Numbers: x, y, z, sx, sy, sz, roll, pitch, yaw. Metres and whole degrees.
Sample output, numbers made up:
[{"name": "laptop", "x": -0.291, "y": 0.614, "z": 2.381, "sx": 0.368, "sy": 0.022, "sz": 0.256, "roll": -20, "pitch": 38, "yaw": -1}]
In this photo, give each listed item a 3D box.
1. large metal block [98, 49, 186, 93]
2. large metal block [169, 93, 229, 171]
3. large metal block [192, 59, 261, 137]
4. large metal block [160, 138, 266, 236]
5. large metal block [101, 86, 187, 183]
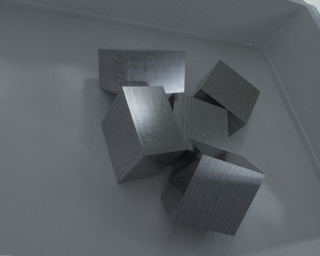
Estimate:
[{"name": "large metal block", "x": -0.025, "y": -0.073, "z": 0.394, "sx": 0.081, "sy": 0.080, "sz": 0.050, "roll": -8, "pitch": 108, "yaw": -31}, {"name": "large metal block", "x": 0.042, "y": 0.008, "z": 0.408, "sx": 0.081, "sy": 0.050, "sz": 0.080, "roll": 18, "pitch": 55, "yaw": -19}, {"name": "large metal block", "x": 0.094, "y": -0.043, "z": 0.467, "sx": 0.080, "sy": 0.050, "sz": 0.080, "roll": 38, "pitch": 51, "yaw": -3}, {"name": "large metal block", "x": 0.058, "y": 0.067, "z": 0.352, "sx": 0.081, "sy": 0.080, "sz": 0.050, "roll": 19, "pitch": 12, "yaw": -19}, {"name": "large metal block", "x": -0.023, "y": 0.008, "z": 0.353, "sx": 0.050, "sy": 0.080, "sz": 0.080, "roll": -6, "pitch": 65, "yaw": -31}]
